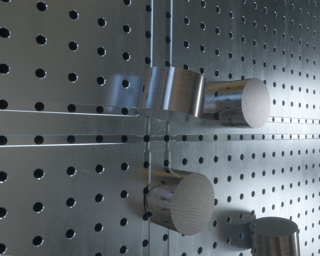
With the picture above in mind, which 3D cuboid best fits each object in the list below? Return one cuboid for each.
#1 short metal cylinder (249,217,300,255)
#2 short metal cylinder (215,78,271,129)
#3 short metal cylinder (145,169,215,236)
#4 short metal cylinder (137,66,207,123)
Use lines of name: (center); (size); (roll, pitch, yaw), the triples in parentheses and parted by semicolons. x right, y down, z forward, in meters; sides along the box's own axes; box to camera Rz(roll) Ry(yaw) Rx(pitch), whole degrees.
short metal cylinder: (0.199, 0.195, 0.540); (0.081, 0.080, 0.050); (-12, 98, -39)
short metal cylinder: (0.136, -0.039, 0.506); (0.081, 0.050, 0.079); (0, 91, -40)
short metal cylinder: (0.028, 0.097, 0.416); (0.081, 0.050, 0.079); (0, 90, -40)
short metal cylinder: (0.016, -0.039, 0.386); (0.081, 0.080, 0.050); (15, 81, -39)
